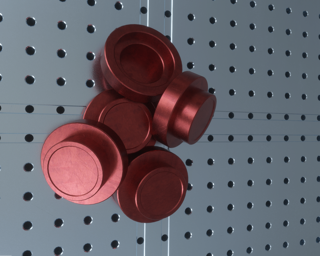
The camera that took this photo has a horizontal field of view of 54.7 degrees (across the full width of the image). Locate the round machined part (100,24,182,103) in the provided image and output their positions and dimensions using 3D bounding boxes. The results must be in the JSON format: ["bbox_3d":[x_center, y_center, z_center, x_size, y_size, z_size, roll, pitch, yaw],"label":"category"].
[{"bbox_3d":[-0.026,-0.075,0.383,0.099,0.042,0.098,10,65,-22],"label":"round machined part"}]

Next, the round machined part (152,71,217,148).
[{"bbox_3d":[0.036,-0.018,0.387,0.042,0.098,0.098,28,78,23],"label":"round machined part"}]

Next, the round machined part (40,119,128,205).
[{"bbox_3d":[-0.089,0.042,0.346,0.098,0.042,0.097,2,103,9],"label":"round machined part"}]

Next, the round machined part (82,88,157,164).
[{"bbox_3d":[-0.046,-0.003,0.386,0.099,0.042,0.097,0,90,-21],"label":"round machined part"}]

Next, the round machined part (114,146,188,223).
[{"bbox_3d":[-0.006,0.075,0.389,0.099,0.042,0.097,-6,104,-25],"label":"round machined part"}]
